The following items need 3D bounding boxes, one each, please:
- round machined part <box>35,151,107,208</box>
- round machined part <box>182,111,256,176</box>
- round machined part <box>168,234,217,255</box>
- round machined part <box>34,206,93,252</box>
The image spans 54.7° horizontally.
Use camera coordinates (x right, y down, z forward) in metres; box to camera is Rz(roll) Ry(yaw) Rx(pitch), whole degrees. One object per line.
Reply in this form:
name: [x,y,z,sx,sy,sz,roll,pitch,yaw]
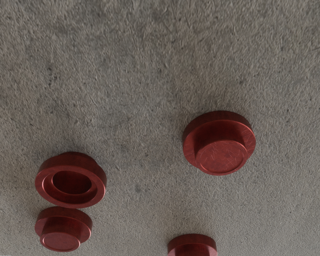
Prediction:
round machined part: [-0.128,0.073,0.457,0.099,0.042,0.097,0,130,0]
round machined part: [0.080,0.027,0.420,0.099,0.042,0.097,0,130,0]
round machined part: [0.064,0.254,0.613,0.099,0.042,0.097,0,130,0]
round machined part: [-0.173,0.186,0.552,0.099,0.042,0.097,0,130,0]
